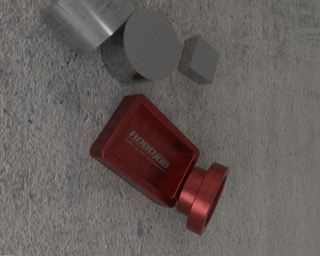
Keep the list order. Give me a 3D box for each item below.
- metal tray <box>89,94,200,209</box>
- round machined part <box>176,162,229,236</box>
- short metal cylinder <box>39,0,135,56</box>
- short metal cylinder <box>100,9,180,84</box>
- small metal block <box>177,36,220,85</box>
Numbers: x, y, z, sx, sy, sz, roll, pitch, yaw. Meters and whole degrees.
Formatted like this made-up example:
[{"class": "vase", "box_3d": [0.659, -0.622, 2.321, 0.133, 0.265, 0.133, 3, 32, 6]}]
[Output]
[{"class": "metal tray", "box_3d": [-0.012, 0.031, 0.390, 0.130, 0.030, 0.090, 44, 64, -31]}, {"class": "round machined part", "box_3d": [0.056, 0.091, 0.421, 0.098, 0.042, 0.097, -54, 157, -36]}, {"class": "short metal cylinder", "box_3d": [-0.072, -0.118, 0.308, 0.050, 0.080, 0.080, 46, 63, -31]}, {"class": "short metal cylinder", "box_3d": [-0.023, -0.094, 0.369, 0.081, 0.050, 0.080, 0, 90, -40]}, {"class": "small metal block", "box_3d": [0.057, -0.097, 0.452, 0.050, 0.025, 0.050, 26, 74, -37]}]
